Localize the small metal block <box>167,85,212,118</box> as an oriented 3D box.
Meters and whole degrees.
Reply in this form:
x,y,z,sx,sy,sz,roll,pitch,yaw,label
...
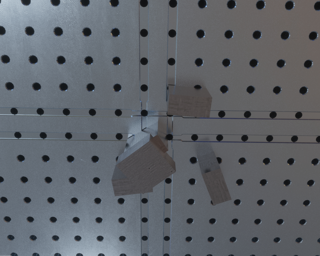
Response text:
x,y,z,sx,sy,sz,roll,pitch,yaw,label
0.035,-0.034,0.388,0.050,0.050,0.025,4,110,-2,small metal block

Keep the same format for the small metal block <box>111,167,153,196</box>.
x,y,z,sx,sy,sz,roll,pitch,yaw,label
-0.036,0.066,0.424,0.050,0.050,0.025,-7,110,2,small metal block

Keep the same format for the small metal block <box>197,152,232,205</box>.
x,y,z,sx,sy,sz,roll,pitch,yaw,label
0.074,0.068,0.426,0.025,0.050,0.050,-20,109,7,small metal block

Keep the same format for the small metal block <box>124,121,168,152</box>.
x,y,z,sx,sy,sz,roll,pitch,yaw,label
-0.017,0.022,0.408,0.050,0.050,0.025,-30,107,10,small metal block

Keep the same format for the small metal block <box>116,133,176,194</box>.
x,y,z,sx,sy,sz,roll,pitch,yaw,label
-0.016,0.043,0.376,0.050,0.025,0.050,-36,106,12,small metal block
